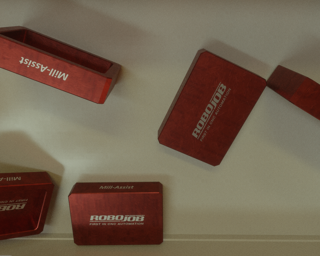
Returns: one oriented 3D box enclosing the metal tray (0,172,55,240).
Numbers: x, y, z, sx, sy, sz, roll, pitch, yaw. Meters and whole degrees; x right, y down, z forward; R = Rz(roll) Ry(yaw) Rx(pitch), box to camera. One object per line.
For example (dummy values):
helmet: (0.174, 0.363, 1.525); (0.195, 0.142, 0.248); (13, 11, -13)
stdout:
metal tray: (-0.216, 0.105, 0.408); (0.131, 0.030, 0.089); (4, 114, -39)

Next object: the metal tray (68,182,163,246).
metal tray: (-0.061, 0.126, 0.454); (0.131, 0.030, 0.089); (-1, 110, 0)

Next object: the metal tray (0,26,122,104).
metal tray: (-0.114, -0.074, 0.348); (0.131, 0.090, 0.030); (20, 109, -8)

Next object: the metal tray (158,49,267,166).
metal tray: (0.063, -0.024, 0.400); (0.090, 0.030, 0.129); (23, 108, -9)

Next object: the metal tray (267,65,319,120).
metal tray: (0.199, -0.023, 0.369); (0.131, 0.090, 0.030); (29, 108, -10)
